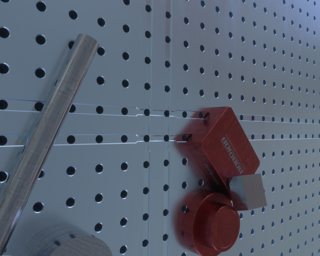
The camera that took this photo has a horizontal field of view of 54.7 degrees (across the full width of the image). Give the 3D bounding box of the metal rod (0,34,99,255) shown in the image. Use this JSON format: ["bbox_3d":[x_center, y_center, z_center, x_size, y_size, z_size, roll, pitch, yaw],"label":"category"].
[{"bbox_3d":[-0.128,0.039,0.301,0.025,0.025,0.299,32,70,-36],"label":"metal rod"}]

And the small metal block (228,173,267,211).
[{"bbox_3d":[0.134,0.098,0.474,0.050,0.025,0.050,3,74,-40],"label":"small metal block"}]

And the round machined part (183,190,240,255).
[{"bbox_3d":[0.084,0.147,0.469,0.099,0.042,0.097,0,90,-40],"label":"round machined part"}]

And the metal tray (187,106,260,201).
[{"bbox_3d":[0.105,0.041,0.494,0.090,0.030,0.130,-49,119,-29],"label":"metal tray"}]

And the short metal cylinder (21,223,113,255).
[{"bbox_3d":[-0.094,0.143,0.314,0.081,0.050,0.080,0,90,-40],"label":"short metal cylinder"}]
